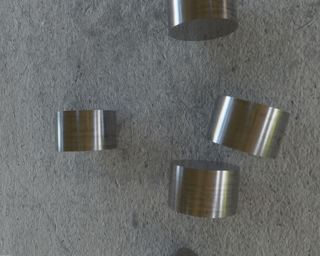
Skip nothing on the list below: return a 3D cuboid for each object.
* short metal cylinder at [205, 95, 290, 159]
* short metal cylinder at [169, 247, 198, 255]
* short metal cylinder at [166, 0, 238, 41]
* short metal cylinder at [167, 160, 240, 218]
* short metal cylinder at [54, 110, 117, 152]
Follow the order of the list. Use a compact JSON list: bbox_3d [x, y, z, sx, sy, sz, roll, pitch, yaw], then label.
[{"bbox_3d":[0.096,-0.002,0.346,0.080,0.080,0.050,17,96,19],"label":"short metal cylinder"},{"bbox_3d":[0.027,0.193,0.370,0.050,0.080,0.080,-39,78,16],"label":"short metal cylinder"},{"bbox_3d":[0.048,-0.139,0.363,0.080,0.080,0.050,-4,89,20],"label":"short metal cylinder"},{"bbox_3d":[0.051,0.067,0.362,0.080,0.080,0.050,4,92,20],"label":"short metal cylinder"},{"bbox_3d":[-0.099,0.004,0.415,0.080,0.080,0.050,-2,89,20],"label":"short metal cylinder"}]
